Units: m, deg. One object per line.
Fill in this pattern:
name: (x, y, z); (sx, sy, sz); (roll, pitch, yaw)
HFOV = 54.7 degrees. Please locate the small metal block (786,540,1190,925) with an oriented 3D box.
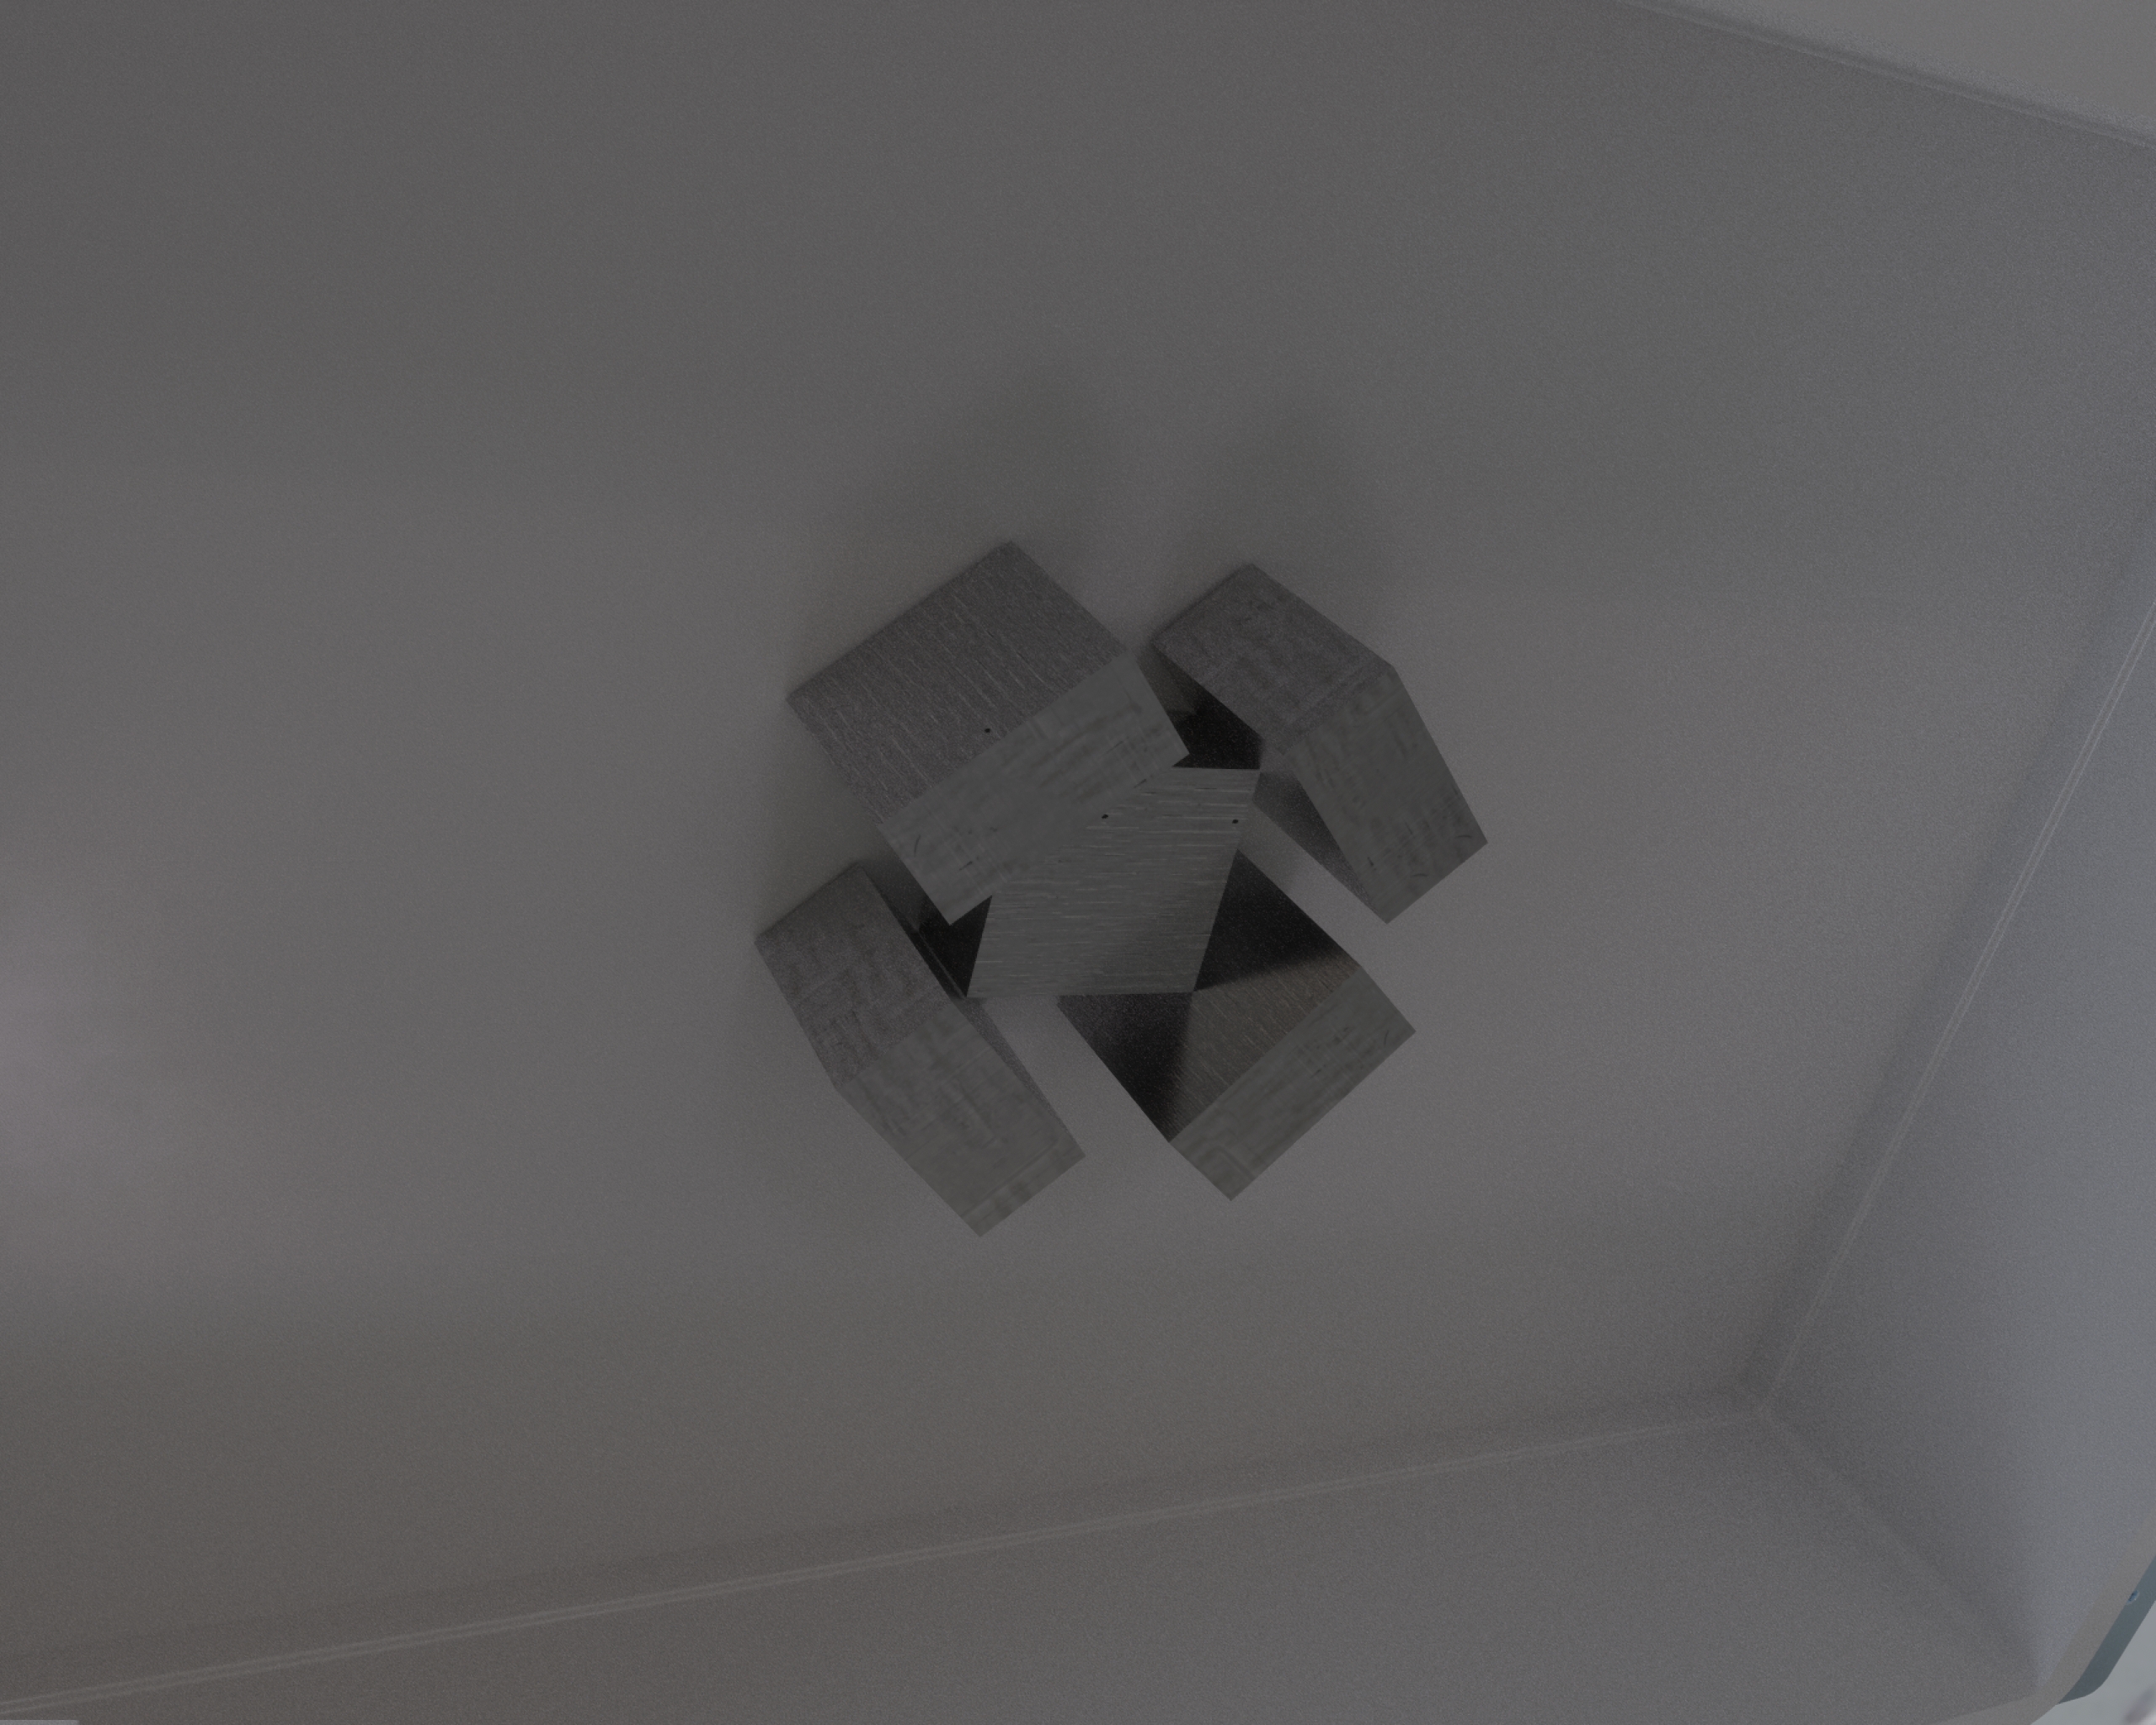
small metal block: (-0.017, -0.024, 0.366); (0.050, 0.050, 0.025); (-36, 128, -4)

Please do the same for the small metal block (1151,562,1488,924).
small metal block: (0.046, -0.023, 0.400); (0.025, 0.050, 0.050); (-39, 130, -3)

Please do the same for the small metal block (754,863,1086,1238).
small metal block: (-0.030, 0.035, 0.395); (0.025, 0.050, 0.050); (-38, 129, -2)

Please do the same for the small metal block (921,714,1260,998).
small metal block: (0.002, -0.002, 0.406); (0.050, 0.025, 0.050); (1, 118, -29)

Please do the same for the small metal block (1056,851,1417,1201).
small metal block: (0.031, 0.032, 0.426); (0.050, 0.050, 0.025); (-43, 130, 0)
